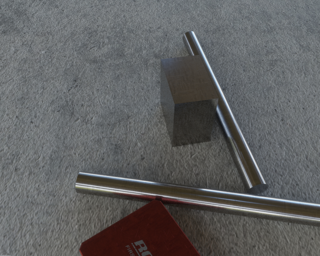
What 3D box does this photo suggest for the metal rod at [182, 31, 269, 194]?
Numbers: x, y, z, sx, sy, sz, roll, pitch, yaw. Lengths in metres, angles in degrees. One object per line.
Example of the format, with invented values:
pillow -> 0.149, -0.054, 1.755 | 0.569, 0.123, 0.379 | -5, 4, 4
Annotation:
metal rod -> 0.080, -0.044, 0.440 | 0.025, 0.025, 0.300 | -8, 51, -7

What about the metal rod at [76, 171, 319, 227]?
metal rod -> 0.058, 0.079, 0.337 | 0.302, 0.025, 0.025 | 7, 50, 5

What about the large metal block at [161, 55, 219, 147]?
large metal block -> 0.033, -0.034, 0.397 | 0.050, 0.080, 0.080 | -8, 51, -7

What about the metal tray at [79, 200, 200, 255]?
metal tray -> -0.004, 0.141, 0.281 | 0.091, 0.030, 0.130 | -27, 55, -21
